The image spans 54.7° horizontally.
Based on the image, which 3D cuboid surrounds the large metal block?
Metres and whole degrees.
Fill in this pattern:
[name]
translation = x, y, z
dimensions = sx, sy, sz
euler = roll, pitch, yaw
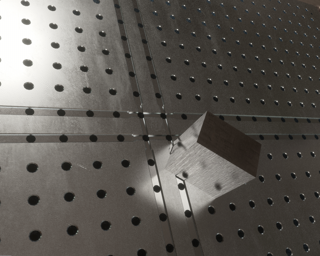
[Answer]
[large metal block]
translation = 0.065, 0.036, 0.388
dimensions = 0.080, 0.080, 0.050
euler = 31, 52, -9
